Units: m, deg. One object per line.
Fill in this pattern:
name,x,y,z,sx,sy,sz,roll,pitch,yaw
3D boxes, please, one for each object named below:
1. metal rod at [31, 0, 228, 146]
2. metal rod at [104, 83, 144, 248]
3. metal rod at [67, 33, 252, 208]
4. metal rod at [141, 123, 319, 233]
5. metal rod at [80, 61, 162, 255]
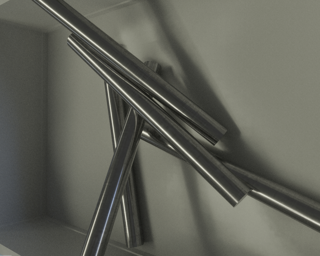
metal rod,-0.046,-0.083,0.371,0.300,0.025,0.025,39,116,7
metal rod,-0.058,0.018,0.454,0.025,0.025,0.298,-15,81,39
metal rod,-0.017,-0.026,0.366,0.300,0.025,0.025,44,117,23
metal rod,0.079,0.051,0.341,0.300,0.025,0.025,25,106,37
metal rod,-0.049,0.052,0.368,0.025,0.025,0.299,-1,64,40
